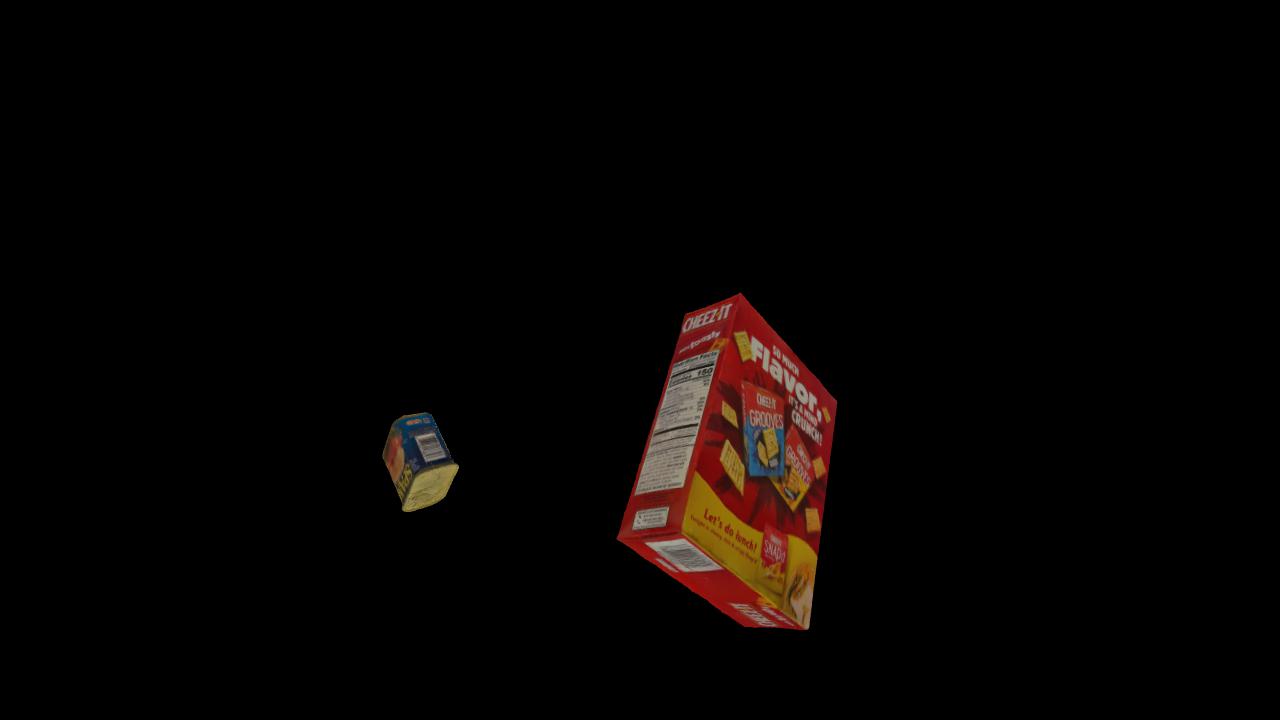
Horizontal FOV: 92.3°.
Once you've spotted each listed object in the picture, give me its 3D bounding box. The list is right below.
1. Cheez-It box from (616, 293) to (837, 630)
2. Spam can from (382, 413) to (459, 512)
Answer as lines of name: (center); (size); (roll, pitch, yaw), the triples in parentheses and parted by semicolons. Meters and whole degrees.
Cheez-It box: (0.085, 0.080, 0.507); (0.071, 0.223, 0.166); (-18, -49, 41)
Spam can: (-0.280, 0.128, 0.778); (0.058, 0.085, 0.101); (-10, -33, -42)
